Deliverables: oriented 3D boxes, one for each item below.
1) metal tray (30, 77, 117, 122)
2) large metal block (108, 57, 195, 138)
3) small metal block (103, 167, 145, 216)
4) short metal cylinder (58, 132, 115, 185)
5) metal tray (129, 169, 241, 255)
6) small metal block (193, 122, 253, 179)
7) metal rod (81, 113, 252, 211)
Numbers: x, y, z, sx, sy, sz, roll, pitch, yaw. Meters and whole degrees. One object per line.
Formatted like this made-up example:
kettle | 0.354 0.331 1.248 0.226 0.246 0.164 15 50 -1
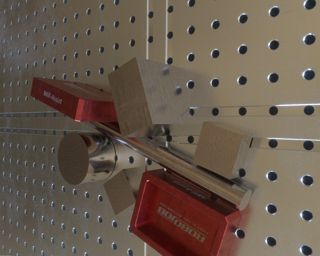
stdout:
metal tray | -0.120 -0.043 0.465 0.130 0.091 0.030 24 105 37
large metal block | -0.010 -0.034 0.383 0.050 0.081 0.080 -23 75 38
small metal block | -0.050 0.092 0.452 0.050 0.025 0.050 -39 66 33
short metal cylinder | -0.116 0.046 0.488 0.080 0.050 0.080 0 90 40
metal tray | 0.025 0.117 0.385 0.130 0.030 0.089 23 105 37
small metal block | 0.070 0.024 0.351 0.050 0.025 0.050 22 104 38
metal rod | -0.017 0.027 0.423 0.300 0.025 0.025 25 106 37
